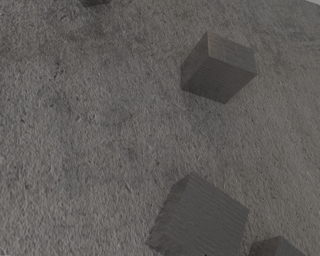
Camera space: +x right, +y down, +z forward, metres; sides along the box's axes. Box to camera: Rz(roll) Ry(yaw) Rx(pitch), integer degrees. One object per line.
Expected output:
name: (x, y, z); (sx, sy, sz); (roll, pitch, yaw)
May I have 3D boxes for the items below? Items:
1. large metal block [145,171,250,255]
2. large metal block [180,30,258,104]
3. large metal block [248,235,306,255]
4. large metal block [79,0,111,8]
large metal block: (0.043, 0.109, 0.344); (0.080, 0.050, 0.080); (35, 51, -5)
large metal block: (0.085, -0.088, 0.468); (0.081, 0.080, 0.050); (15, 56, -20)
large metal block: (0.140, 0.184, 0.350); (0.080, 0.050, 0.080); (39, 51, -2)
large metal block: (-0.105, -0.242, 0.460); (0.050, 0.080, 0.080); (-30, 79, -38)
